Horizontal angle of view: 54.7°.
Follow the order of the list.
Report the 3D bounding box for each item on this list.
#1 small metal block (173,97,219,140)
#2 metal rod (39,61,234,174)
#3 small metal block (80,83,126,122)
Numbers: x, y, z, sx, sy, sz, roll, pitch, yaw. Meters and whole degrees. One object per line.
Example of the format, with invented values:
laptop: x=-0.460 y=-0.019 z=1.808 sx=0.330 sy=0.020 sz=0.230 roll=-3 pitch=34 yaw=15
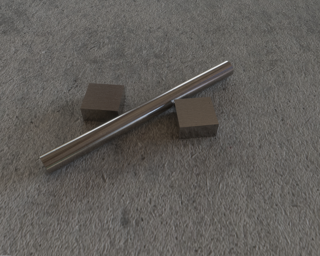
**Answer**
small metal block: x=0.047 y=-0.014 z=0.416 sx=0.050 sy=0.025 sz=0.050 roll=-5 pitch=50 yaw=-5
metal rod: x=-0.015 y=-0.024 z=0.423 sx=0.302 sy=0.025 sz=0.025 roll=-30 pitch=56 yaw=-23
small metal block: x=-0.078 y=-0.035 z=0.432 sx=0.050 sy=0.025 sz=0.050 roll=4 pitch=50 yaw=3
